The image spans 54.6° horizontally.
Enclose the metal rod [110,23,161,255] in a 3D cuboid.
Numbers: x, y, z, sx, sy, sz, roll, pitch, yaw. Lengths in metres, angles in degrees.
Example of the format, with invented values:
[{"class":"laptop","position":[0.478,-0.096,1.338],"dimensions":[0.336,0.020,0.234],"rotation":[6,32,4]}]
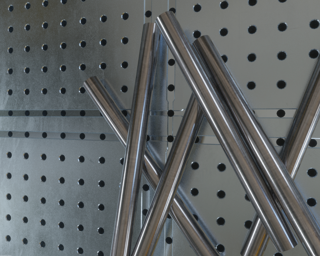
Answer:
[{"class":"metal rod","position":[-0.029,0.011,0.399],"dimensions":[0.025,0.025,0.299],"rotation":[5,83,20]}]

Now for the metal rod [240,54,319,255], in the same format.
[{"class":"metal rod","position":[0.158,0.016,0.356],"dimensions":[0.025,0.025,0.298],"rotation":[21,97,19]}]

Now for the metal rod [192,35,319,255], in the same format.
[{"class":"metal rod","position":[0.113,0.020,0.351],"dimensions":[0.025,0.025,0.299],"rotation":[-31,72,17]}]

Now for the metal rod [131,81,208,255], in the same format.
[{"class":"metal rod","position":[0.005,0.085,0.384],"dimensions":[0.025,0.025,0.299],"rotation":[20,86,19]}]

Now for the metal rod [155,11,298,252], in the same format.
[{"class":"metal rod","position":[0.072,-0.004,0.359],"dimensions":[0.025,0.025,0.299],"rotation":[-29,81,18]}]

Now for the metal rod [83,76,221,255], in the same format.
[{"class":"metal rod","position":[-0.015,0.053,0.418],"dimensions":[0.025,0.025,0.299],"rotation":[-39,78,16]}]
